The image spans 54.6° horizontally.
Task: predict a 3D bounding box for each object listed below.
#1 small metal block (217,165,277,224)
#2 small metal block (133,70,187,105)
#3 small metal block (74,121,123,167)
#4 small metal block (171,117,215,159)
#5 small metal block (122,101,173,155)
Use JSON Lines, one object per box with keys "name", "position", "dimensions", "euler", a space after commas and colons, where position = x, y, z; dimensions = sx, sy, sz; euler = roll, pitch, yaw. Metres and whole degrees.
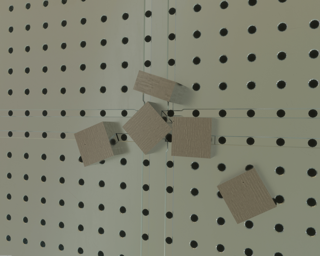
{"name": "small metal block", "position": [0.105, 0.080, 0.376], "dimensions": [0.050, 0.025, 0.050], "euler": [-31, 80, 17]}
{"name": "small metal block", "position": [0.001, -0.051, 0.399], "dimensions": [0.050, 0.050, 0.025], "euler": [21, 97, 19]}
{"name": "small metal block", "position": [-0.089, 0.023, 0.445], "dimensions": [0.050, 0.025, 0.050], "euler": [-22, 83, 18]}
{"name": "small metal block", "position": [0.043, 0.011, 0.398], "dimensions": [0.050, 0.025, 0.050], "euler": [2, 91, 19]}
{"name": "small metal block", "position": [-0.013, 0.000, 0.418], "dimensions": [0.050, 0.025, 0.050], "euler": [-44, 76, 15]}
